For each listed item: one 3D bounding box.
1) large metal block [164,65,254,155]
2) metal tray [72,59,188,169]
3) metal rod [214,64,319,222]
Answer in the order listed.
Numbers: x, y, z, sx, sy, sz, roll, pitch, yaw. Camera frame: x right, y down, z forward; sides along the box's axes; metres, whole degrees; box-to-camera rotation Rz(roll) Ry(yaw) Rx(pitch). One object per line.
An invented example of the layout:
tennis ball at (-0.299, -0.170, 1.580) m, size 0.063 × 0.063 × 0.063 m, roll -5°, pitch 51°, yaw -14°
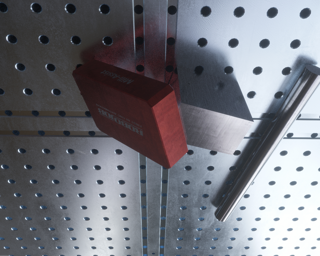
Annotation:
large metal block at (0.051, -0.022, 0.357) m, size 0.081 × 0.080 × 0.050 m, roll 14°, pitch 127°, yaw -12°
metal tray at (-0.034, -0.018, 0.339) m, size 0.130 × 0.030 × 0.090 m, roll 25°, pitch 145°, yaw 39°
metal rod at (0.144, 0.043, 0.450) m, size 0.025 × 0.025 × 0.298 m, roll 11°, pitch 129°, yaw -9°
